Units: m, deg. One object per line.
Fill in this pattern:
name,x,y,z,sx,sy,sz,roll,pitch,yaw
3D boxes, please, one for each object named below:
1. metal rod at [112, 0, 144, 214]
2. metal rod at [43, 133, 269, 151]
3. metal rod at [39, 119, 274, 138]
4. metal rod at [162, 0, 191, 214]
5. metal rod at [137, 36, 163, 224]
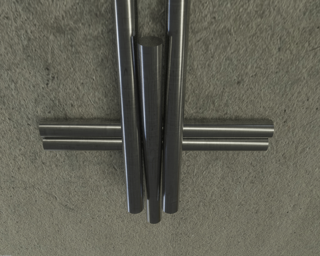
metal rod,-0.035,-0.010,0.372,0.025,0.025,0.298,0,122,-1
metal rod,-0.005,0.019,0.426,0.302,0.025,0.025,0,130,-1
metal rod,-0.003,0.000,0.410,0.302,0.025,0.025,0,130,-1
metal rod,0.016,-0.010,0.372,0.025,0.025,0.298,0,122,-1
metal rod,-0.010,0.029,0.400,0.025,0.025,0.298,0,130,0
